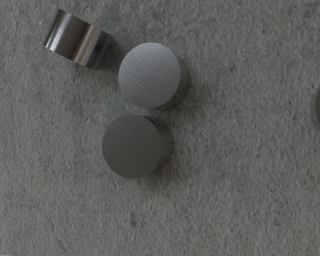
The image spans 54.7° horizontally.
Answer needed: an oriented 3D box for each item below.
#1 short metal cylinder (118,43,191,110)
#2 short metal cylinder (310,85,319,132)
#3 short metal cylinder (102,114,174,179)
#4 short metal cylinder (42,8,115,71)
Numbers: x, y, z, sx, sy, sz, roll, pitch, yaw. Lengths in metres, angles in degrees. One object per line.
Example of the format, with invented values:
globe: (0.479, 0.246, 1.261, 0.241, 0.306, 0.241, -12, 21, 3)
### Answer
short metal cylinder: (-0.005, -0.063, 0.397, 0.080, 0.050, 0.079, 0, 90, 19)
short metal cylinder: (0.204, -0.023, 0.324, 0.080, 0.050, 0.079, 0, 90, 19)
short metal cylinder: (-0.027, 0.023, 0.404, 0.080, 0.050, 0.079, 0, 90, 19)
short metal cylinder: (-0.109, -0.118, 0.417, 0.080, 0.080, 0.050, 30, 100, 17)
